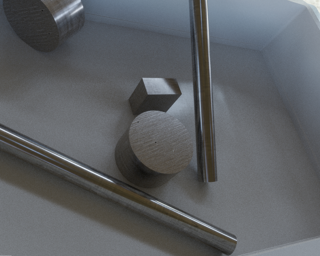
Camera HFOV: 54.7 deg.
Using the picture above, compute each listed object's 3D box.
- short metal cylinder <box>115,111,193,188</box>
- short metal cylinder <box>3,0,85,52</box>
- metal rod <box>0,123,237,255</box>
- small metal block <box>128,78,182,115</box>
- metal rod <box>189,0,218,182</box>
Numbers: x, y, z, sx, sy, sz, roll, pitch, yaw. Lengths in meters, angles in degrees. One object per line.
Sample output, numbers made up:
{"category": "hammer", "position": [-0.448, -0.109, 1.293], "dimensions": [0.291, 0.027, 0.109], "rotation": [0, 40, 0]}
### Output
{"category": "short metal cylinder", "position": [-0.008, 0.026, 0.371], "dimensions": [0.081, 0.050, 0.080], "rotation": [14, 56, -21]}
{"category": "short metal cylinder", "position": [-0.141, -0.141, 0.381], "dimensions": [0.080, 0.080, 0.050], "rotation": [37, 51, -4]}
{"category": "metal rod", "position": [-0.047, 0.070, 0.338], "dimensions": [0.301, 0.025, 0.025], "rotation": [28, 52, -11]}
{"category": "small metal block", "position": [-0.007, -0.042, 0.413], "dimensions": [0.050, 0.050, 0.025], "rotation": [-4, 64, -31]}
{"category": "metal rod", "position": [0.055, -0.080, 0.409], "dimensions": [0.025, 0.025, 0.298], "rotation": [-1, 87, -29]}
